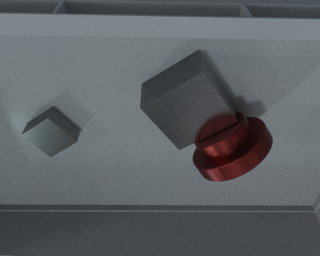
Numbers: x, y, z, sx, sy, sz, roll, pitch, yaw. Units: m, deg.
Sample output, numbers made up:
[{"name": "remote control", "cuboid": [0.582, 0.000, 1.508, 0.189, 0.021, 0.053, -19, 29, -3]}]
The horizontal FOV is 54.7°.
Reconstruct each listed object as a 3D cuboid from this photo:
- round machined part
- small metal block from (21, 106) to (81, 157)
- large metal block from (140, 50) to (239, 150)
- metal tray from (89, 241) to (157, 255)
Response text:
[{"name": "round machined part", "cuboid": [0.082, 0.016, 0.379, 0.098, 0.098, 0.042, -28, 110, 21]}, {"name": "small metal block", "cuboid": [-0.144, 0.006, 0.412, 0.050, 0.025, 0.050, -28, 125, 21]}, {"name": "large metal block", "cuboid": [0.034, -0.031, 0.367, 0.080, 0.050, 0.080, -28, 125, 21]}, {"name": "metal tray", "cuboid": [-0.074, 0.272, 0.639, 0.131, 0.030, 0.089, 2, 130, -2]}]
